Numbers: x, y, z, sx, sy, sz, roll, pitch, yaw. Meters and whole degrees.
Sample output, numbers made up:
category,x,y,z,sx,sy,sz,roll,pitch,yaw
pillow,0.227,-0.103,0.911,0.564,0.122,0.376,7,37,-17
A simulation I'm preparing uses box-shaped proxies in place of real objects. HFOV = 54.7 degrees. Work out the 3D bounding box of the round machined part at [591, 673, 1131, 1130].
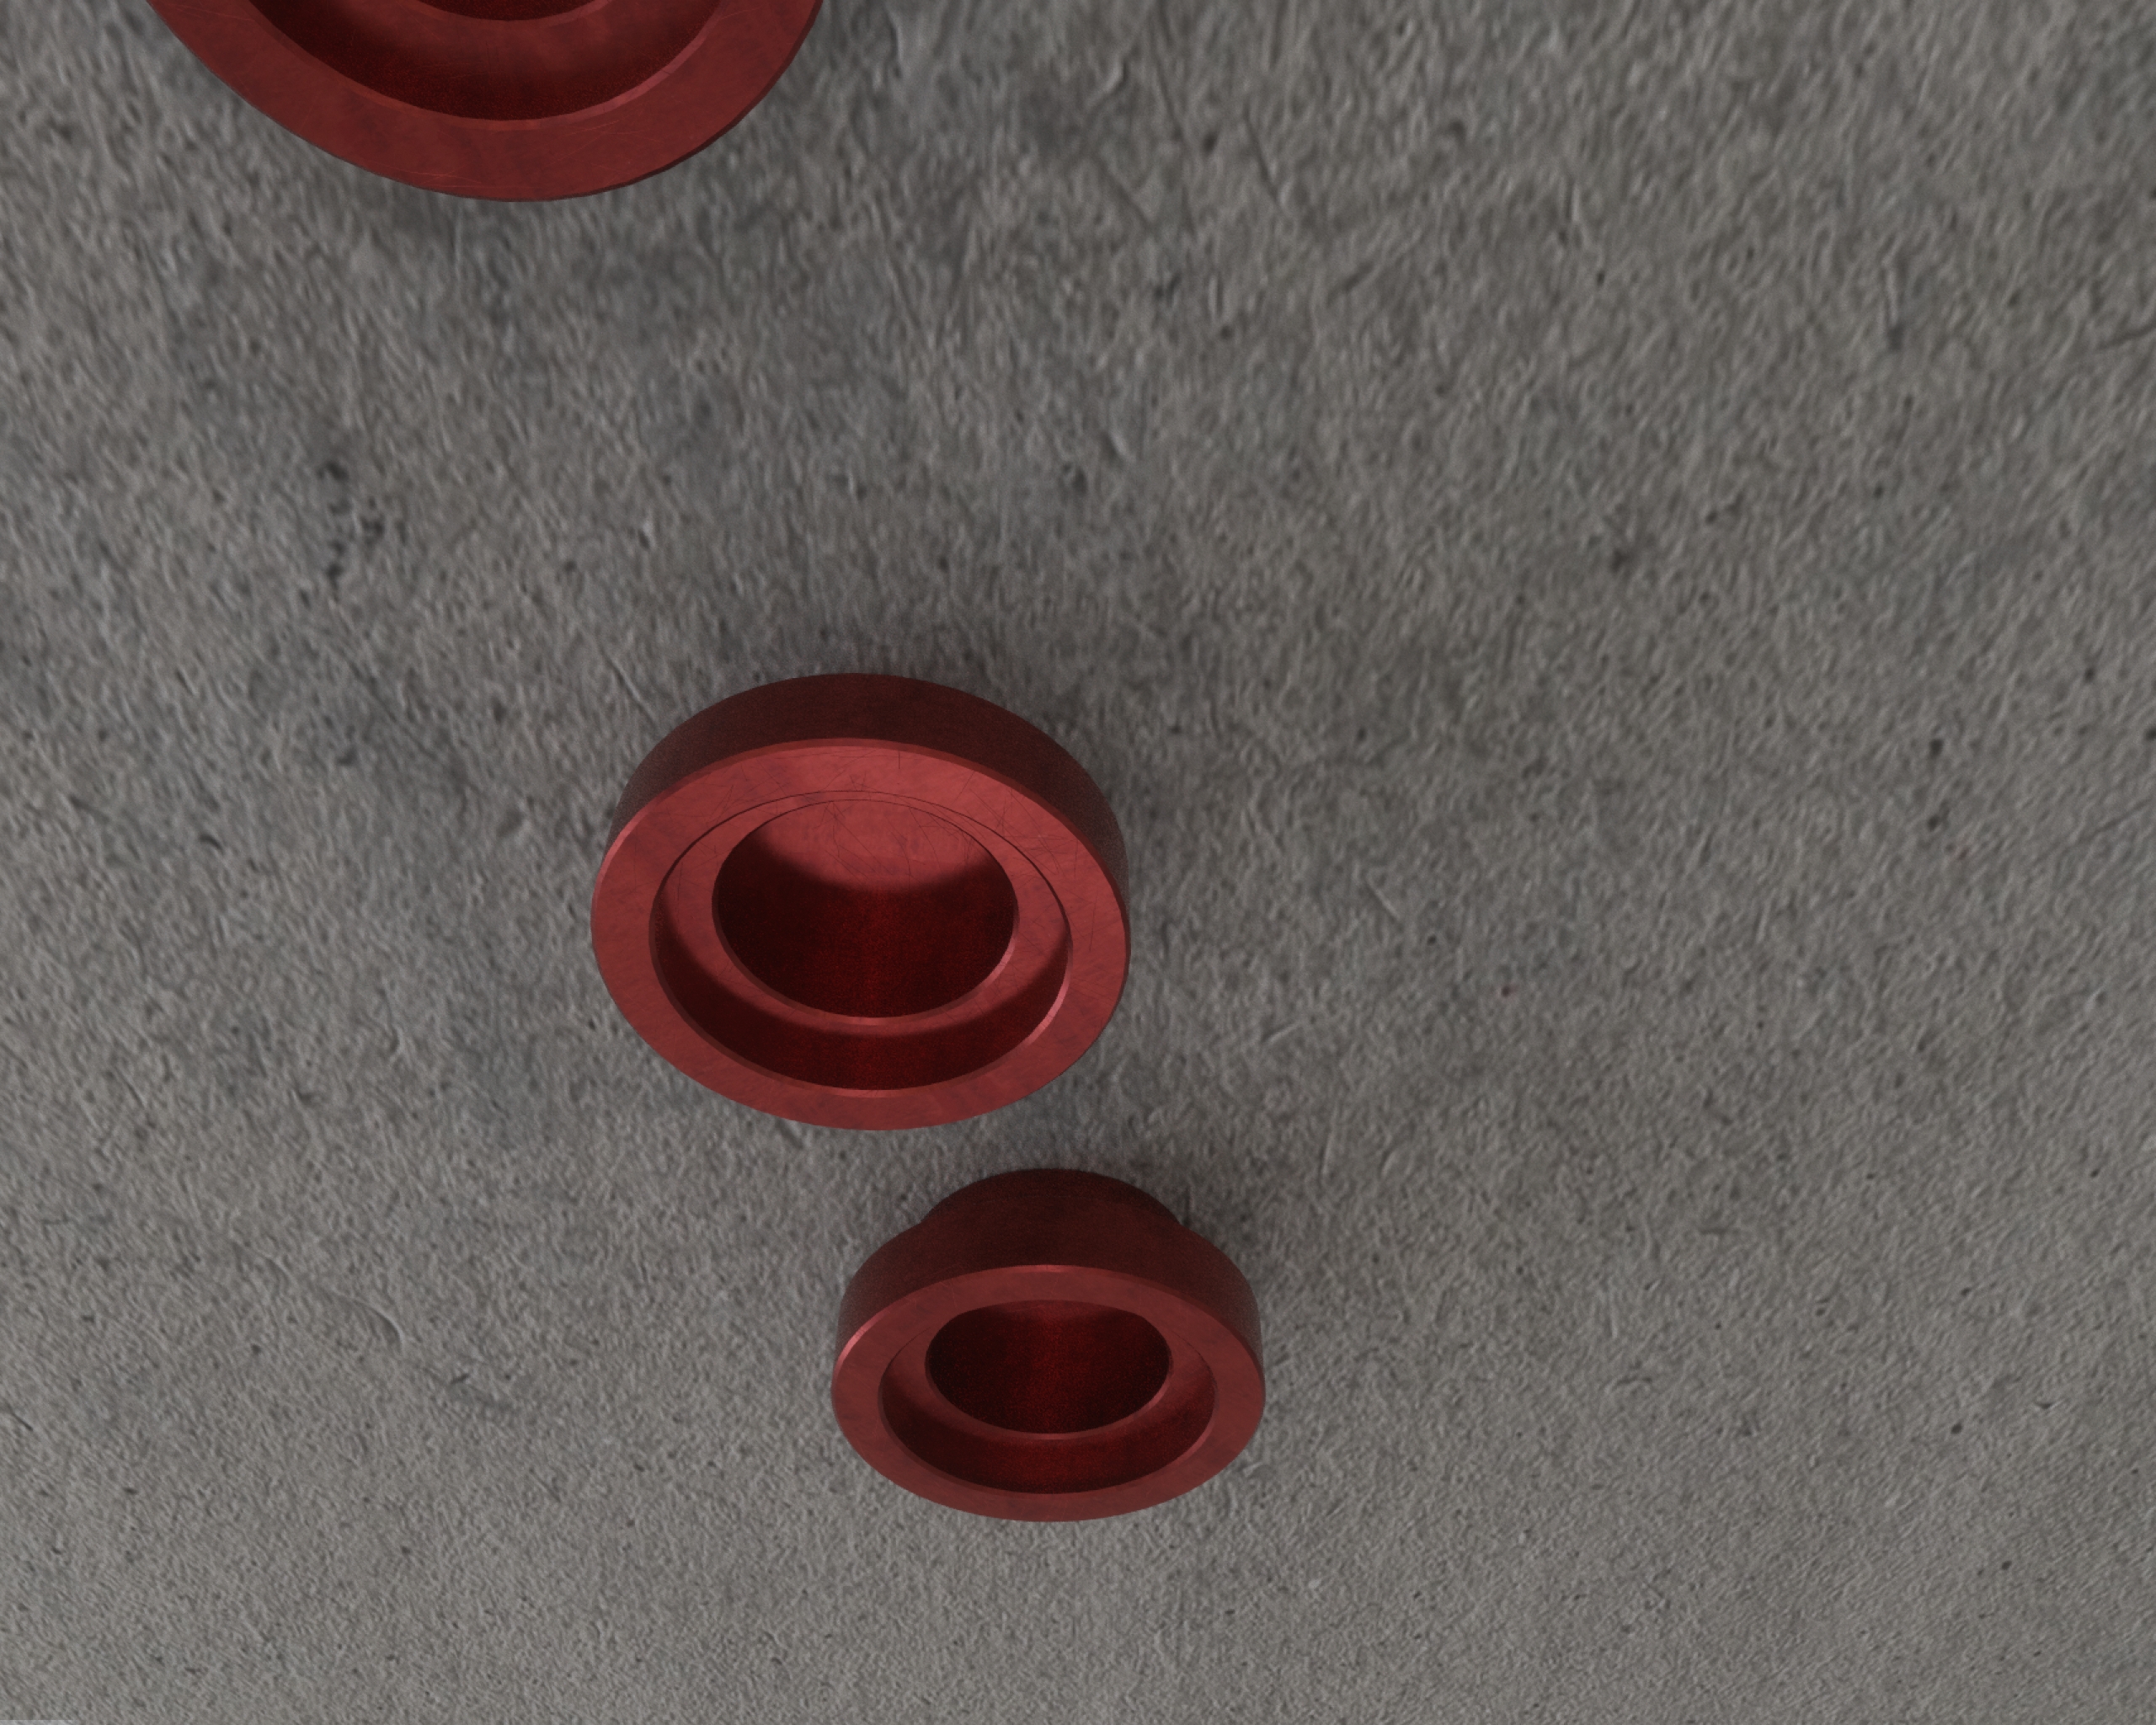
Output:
category,x,y,z,sx,sy,sz,roll,pitch,yaw
round machined part,-0.040,0.003,0.398,0.099,0.042,0.097,0,130,0

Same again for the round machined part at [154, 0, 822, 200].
category,x,y,z,sx,sy,sz,roll,pitch,yaw
round machined part,-0.077,-0.142,0.274,0.099,0.042,0.097,0,130,0

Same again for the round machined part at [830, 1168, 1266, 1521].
category,x,y,z,sx,sy,sz,roll,pitch,yaw
round machined part,-0.007,0.109,0.489,0.099,0.042,0.097,0,130,0
